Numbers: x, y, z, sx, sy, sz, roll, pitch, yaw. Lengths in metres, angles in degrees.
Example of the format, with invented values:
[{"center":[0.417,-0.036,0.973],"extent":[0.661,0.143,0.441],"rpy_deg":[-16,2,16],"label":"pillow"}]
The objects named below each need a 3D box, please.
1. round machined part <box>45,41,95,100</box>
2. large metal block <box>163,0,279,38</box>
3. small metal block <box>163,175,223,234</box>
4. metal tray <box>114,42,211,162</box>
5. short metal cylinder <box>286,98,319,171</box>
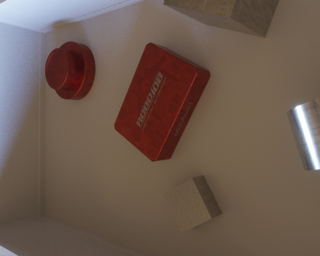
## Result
[{"center":[-0.157,-0.097,0.522],"extent":[0.098,0.042,0.097],"rpy_deg":[0,90,39],"label":"round machined part"},{"center":[0.065,-0.134,0.316],"extent":[0.080,0.081,0.050],"rpy_deg":[28,107,36],"label":"large metal block"},{"center":[0.039,0.092,0.373],"extent":[0.050,0.025,0.050],"rpy_deg":[-39,67,33],"label":"small metal block"},{"center":[-0.002,-0.033,0.403],"extent":[0.090,0.030,0.129],"rpy_deg":[37,113,33],"label":"metal tray"},{"center":[0.150,0.001,0.247],"extent":[0.080,0.081,0.050],"rpy_deg":[-21,77,38],"label":"short metal cylinder"}]
